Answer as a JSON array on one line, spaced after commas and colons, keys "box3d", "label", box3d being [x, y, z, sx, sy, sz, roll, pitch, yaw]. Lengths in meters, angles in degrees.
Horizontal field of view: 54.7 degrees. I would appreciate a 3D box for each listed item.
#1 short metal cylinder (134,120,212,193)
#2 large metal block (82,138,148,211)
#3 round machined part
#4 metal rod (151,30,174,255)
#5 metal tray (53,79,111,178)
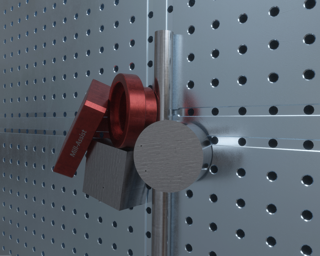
[{"box3d": [0.016, 0.031, 0.363, 0.080, 0.050, 0.079, 0, 90, 20], "label": "short metal cylinder"}, {"box3d": [-0.062, 0.062, 0.444, 0.080, 0.050, 0.079, 14, 99, 39], "label": "large metal block"}, {"box3d": [-0.036, -0.022, 0.412, 0.098, 0.042, 0.097, -178, 90, -65], "label": "round machined part"}, {"box3d": [0.003, 0.024, 0.408, 0.025, 0.025, 0.298, 1, 91, 40], "label": "metal rod"}, {"box3d": [-0.118, 0.000, 0.471, 0.129, 0.030, 0.090, -59, 18, 23], "label": "metal tray"}]
